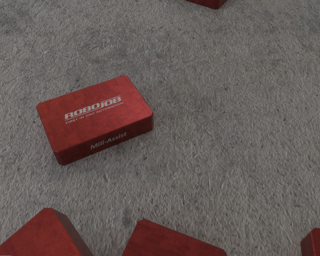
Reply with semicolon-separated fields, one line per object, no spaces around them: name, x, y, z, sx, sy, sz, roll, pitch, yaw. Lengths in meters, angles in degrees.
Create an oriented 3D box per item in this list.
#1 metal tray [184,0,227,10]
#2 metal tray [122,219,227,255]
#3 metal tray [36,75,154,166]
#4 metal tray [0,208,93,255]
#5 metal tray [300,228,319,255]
metal tray;0.083;-0.299;0.652;0.130;0.030;0.090;26;55;20
metal tray;-0.003;0.156;0.268;0.090;0.030;0.130;17;52;14
metal tray;-0.085;-0.015;0.412;0.131;0.030;0.090;-22;54;-18
metal tray;-0.116;0.143;0.255;0.130;0.030;0.090;-41;59;-11
metal tray;0.204;0.146;0.278;0.131;0.030;0.090;6;50;5
